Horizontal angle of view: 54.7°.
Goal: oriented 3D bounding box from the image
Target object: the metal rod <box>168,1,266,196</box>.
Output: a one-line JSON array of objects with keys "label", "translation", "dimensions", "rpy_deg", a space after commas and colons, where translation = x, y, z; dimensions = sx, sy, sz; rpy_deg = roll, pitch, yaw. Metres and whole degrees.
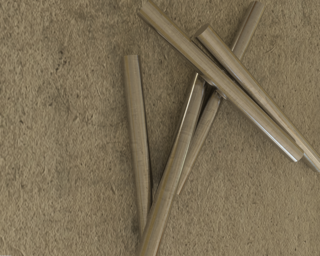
[{"label": "metal rod", "translation": [0.081, -0.048, 0.438], "dimensions": [0.025, 0.025, 0.299], "rpy_deg": [29, 80, -18]}]

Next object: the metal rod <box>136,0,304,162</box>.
[{"label": "metal rod", "translation": [0.090, -0.053, 0.414], "dimensions": [0.300, 0.025, 0.025], "rpy_deg": [40, 77, -16]}]

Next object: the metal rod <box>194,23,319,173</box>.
[{"label": "metal rod", "translation": [0.155, -0.030, 0.447], "dimensions": [0.300, 0.025, 0.025], "rpy_deg": [42, 77, -22]}]

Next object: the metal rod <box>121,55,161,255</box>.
[{"label": "metal rod", "translation": [-0.023, 0.058, 0.400], "dimensions": [0.025, 0.025, 0.298], "rpy_deg": [-6, 92, -20]}]

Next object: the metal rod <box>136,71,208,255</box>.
[{"label": "metal rod", "translation": [0.014, 0.061, 0.394], "dimensions": [0.025, 0.025, 0.299], "rpy_deg": [23, 75, -19]}]
